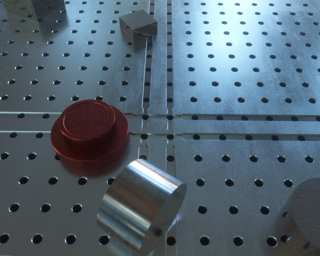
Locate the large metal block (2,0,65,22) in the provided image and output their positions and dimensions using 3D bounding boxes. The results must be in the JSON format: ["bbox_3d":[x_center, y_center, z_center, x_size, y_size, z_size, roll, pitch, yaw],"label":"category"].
[{"bbox_3d":[-0.251,-0.260,0.608,0.080,0.050,0.080,21,53,17],"label":"large metal block"}]

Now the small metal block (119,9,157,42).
[{"bbox_3d":[-0.039,-0.187,0.565,0.050,0.025,0.050,-26,55,-21],"label":"small metal block"}]

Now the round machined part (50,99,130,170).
[{"bbox_3d":[-0.089,0.001,0.395,0.099,0.042,0.098,0,50,0],"label":"round machined part"}]

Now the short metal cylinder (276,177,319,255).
[{"bbox_3d":[0.165,0.097,0.311,0.081,0.050,0.080,0,50,0],"label":"short metal cylinder"}]

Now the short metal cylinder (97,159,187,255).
[{"bbox_3d":[-0.016,0.077,0.307,0.050,0.080,0.080,28,55,21],"label":"short metal cylinder"}]
